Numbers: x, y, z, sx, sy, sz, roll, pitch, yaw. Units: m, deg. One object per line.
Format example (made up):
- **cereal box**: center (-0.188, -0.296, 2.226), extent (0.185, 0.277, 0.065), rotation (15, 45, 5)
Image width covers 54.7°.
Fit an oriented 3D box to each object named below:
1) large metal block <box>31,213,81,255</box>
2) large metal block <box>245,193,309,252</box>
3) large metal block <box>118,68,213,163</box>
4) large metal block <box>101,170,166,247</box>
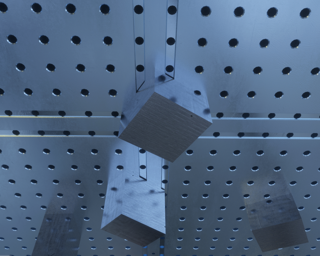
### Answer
- **large metal block**: center (-0.181, 0.210, 0.552), extent (0.050, 0.080, 0.079), rotation (-1, 130, 0)
- **large metal block**: center (0.204, 0.167, 0.541), extent (0.080, 0.050, 0.080), rotation (-20, 128, 15)
- **large metal block**: center (0.005, -0.013, 0.384), extent (0.080, 0.050, 0.080), rotation (27, 125, -22)
- **large metal block**: center (-0.039, 0.125, 0.482), extent (0.080, 0.080, 0.050), rotation (33, 122, -25)
